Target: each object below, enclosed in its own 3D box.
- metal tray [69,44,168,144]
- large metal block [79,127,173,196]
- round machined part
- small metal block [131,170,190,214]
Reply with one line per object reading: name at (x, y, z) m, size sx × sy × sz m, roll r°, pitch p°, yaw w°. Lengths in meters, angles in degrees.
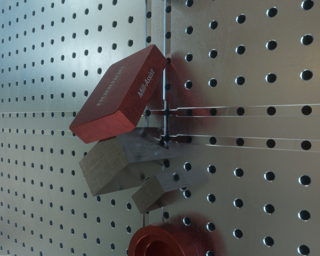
metal tray at (-0.050, -0.045, 0.394) m, size 0.090 × 0.030 × 0.130 m, roll -15°, pitch 39°, yaw 38°
large metal block at (-0.045, 0.042, 0.409) m, size 0.080 × 0.081 × 0.050 m, roll -43°, pitch 64°, yaw 31°
round machined part at (0.009, 0.168, 0.389) m, size 0.098 × 0.042 × 0.097 m, roll 0°, pitch 90°, yaw 39°
small metal block at (0.001, 0.080, 0.390) m, size 0.050 × 0.050 × 0.025 m, roll -47°, pitch 62°, yaw 29°
